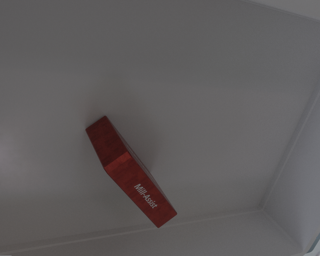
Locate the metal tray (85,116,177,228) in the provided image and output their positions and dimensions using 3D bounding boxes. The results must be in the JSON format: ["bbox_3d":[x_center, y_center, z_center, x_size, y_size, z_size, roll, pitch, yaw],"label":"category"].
[{"bbox_3d":[-0.034,0.055,0.381,0.030,0.090,0.130,-36,129,-4],"label":"metal tray"}]
